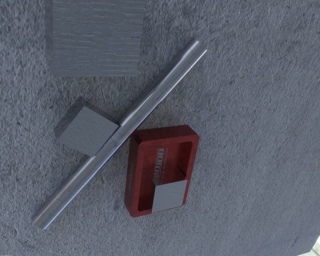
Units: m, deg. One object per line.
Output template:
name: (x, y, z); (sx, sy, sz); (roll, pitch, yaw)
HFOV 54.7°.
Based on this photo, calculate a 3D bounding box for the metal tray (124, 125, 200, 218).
metal tray: (0.001, 0.062, 0.444); (0.091, 0.030, 0.129); (-6, 121, -26)

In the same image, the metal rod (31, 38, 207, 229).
metal rod: (-0.053, 0.010, 0.385); (0.300, 0.025, 0.025); (-48, 129, 5)

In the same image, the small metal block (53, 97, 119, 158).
small metal block: (-0.086, 0.000, 0.361); (0.050, 0.025, 0.050); (34, 99, -39)

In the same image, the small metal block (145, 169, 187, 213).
small metal block: (0.008, 0.092, 0.454); (0.050, 0.025, 0.050); (-7, 122, -26)

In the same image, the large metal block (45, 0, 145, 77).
large metal block: (-0.064, -0.096, 0.297); (0.081, 0.050, 0.079); (-5, 121, -26)
